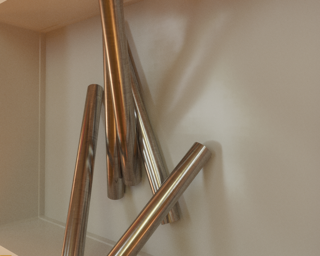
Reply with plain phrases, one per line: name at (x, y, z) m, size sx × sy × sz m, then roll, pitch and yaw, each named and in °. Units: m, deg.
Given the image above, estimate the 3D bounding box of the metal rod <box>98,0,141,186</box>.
metal rod at (-0.047, -0.055, 0.365) m, size 0.025 × 0.025 × 0.298 m, roll 22°, pitch 128°, yaw 37°

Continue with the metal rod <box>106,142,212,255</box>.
metal rod at (-0.041, 0.136, 0.326) m, size 0.025 × 0.025 × 0.300 m, roll 28°, pitch 70°, yaw 36°

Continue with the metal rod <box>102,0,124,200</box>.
metal rod at (-0.060, -0.038, 0.402) m, size 0.025 × 0.025 × 0.298 m, roll 21°, pitch 119°, yaw 37°

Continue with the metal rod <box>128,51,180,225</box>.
metal rod at (-0.030, -0.019, 0.429) m, size 0.025 × 0.025 × 0.299 m, roll -28°, pitch 73°, yaw 36°

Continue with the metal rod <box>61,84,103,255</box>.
metal rod at (-0.101, 0.063, 0.408) m, size 0.025 × 0.025 × 0.300 m, roll -30°, pitch 47°, yaw 36°
